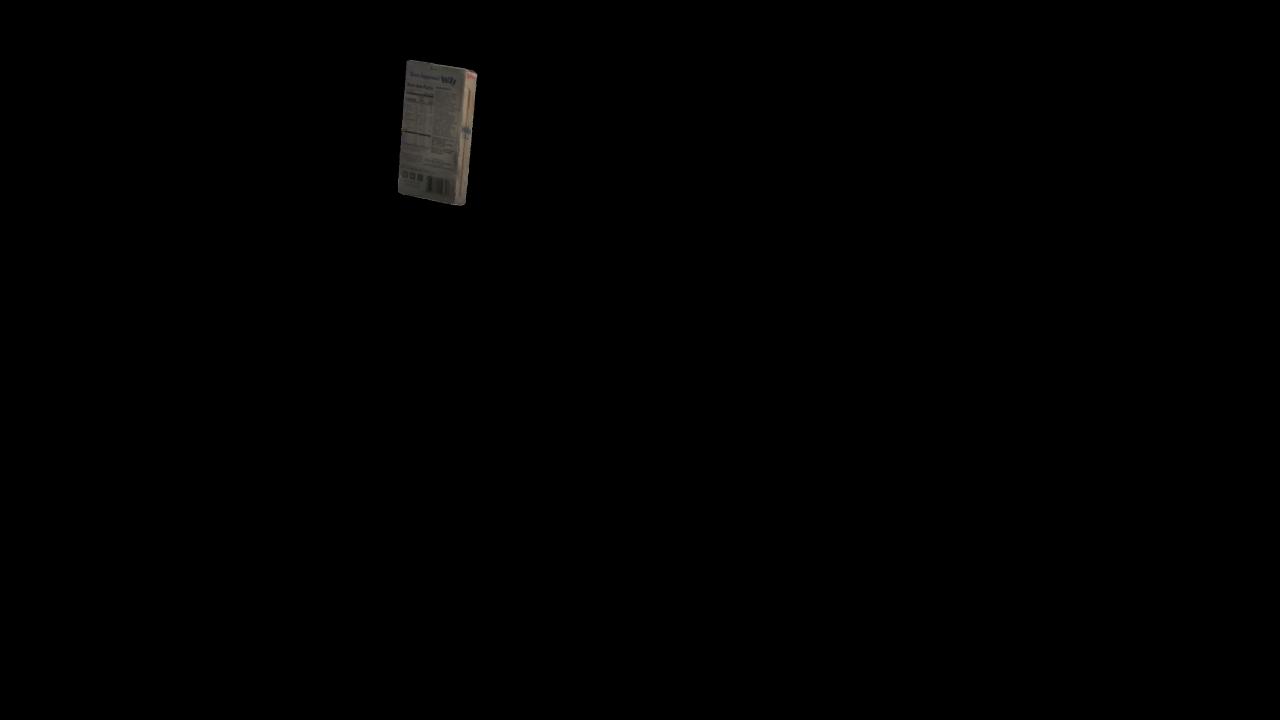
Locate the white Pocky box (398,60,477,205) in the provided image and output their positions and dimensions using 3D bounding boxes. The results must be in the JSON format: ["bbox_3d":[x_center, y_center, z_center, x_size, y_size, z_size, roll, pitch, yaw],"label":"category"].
[{"bbox_3d":[-0.244,-0.269,0.736,0.084,0.154,0.028,15,17,15],"label":"white Pocky box"}]
